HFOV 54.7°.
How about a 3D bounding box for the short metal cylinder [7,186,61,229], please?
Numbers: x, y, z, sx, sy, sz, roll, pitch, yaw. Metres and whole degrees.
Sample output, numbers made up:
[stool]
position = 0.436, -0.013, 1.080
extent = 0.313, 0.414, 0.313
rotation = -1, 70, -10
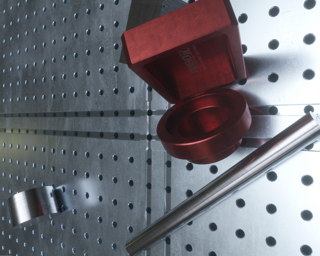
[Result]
[short metal cylinder]
position = -0.228, 0.144, 0.562
extent = 0.080, 0.081, 0.050
rotation = -34, 69, 35

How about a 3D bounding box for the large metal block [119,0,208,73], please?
[large metal block]
position = 0.006, -0.107, 0.366
extent = 0.050, 0.081, 0.079
rotation = 23, 105, 41

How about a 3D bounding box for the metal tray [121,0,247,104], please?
[metal tray]
position = 0.031, -0.065, 0.298
extent = 0.090, 0.130, 0.030
rotation = -19, 75, 14

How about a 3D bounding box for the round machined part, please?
[round machined part]
position = 0.050, 0.001, 0.334
extent = 0.098, 0.098, 0.042
rotation = 1, 129, 40

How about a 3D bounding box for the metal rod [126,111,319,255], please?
[metal rod]
position = 0.055, 0.082, 0.364
extent = 0.299, 0.025, 0.025
rotation = -44, 64, 31
